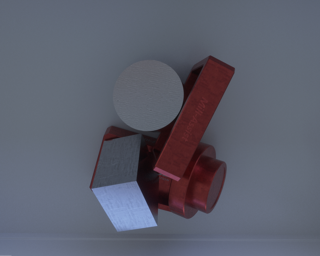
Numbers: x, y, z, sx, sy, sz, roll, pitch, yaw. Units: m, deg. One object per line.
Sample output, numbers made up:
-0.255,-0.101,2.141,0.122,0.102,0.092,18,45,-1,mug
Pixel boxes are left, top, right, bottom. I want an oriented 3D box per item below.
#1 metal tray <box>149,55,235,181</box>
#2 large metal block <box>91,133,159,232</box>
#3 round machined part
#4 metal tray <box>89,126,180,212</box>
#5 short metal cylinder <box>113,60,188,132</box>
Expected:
0.031,-0.013,0.354,0.030,0.090,0.129,26,92,-6,metal tray
-0.037,0.066,0.380,0.050,0.080,0.080,-12,126,10,large metal block
0.053,0.069,0.393,0.042,0.099,0.097,17,112,26,round machined part
-0.021,0.059,0.427,0.131,0.030,0.089,16,109,-6,metal tray
-0.009,-0.035,0.367,0.080,0.050,0.080,-1,87,11,short metal cylinder
